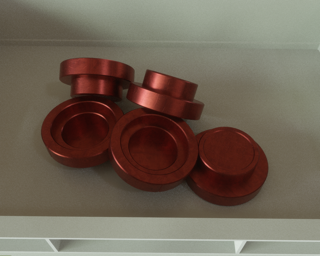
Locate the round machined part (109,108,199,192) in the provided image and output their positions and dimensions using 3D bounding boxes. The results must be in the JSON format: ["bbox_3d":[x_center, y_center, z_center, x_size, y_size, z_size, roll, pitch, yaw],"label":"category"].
[{"bbox_3d":[-0.009,0.028,0.353,0.099,0.042,0.098,8,55,-11],"label":"round machined part"}]

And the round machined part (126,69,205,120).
[{"bbox_3d":[0.010,-0.045,0.395,0.099,0.042,0.098,16,10,-3],"label":"round machined part"}]

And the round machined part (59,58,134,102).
[{"bbox_3d":[-0.085,-0.060,0.418,0.099,0.098,0.042,2,86,1],"label":"round machined part"}]

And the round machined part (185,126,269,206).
[{"bbox_3d":[0.077,0.037,0.361,0.099,0.042,0.098,0,50,0],"label":"round machined part"}]

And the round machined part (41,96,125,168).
[{"bbox_3d":[-0.090,0.009,0.382,0.099,0.042,0.098,0,50,0],"label":"round machined part"}]
